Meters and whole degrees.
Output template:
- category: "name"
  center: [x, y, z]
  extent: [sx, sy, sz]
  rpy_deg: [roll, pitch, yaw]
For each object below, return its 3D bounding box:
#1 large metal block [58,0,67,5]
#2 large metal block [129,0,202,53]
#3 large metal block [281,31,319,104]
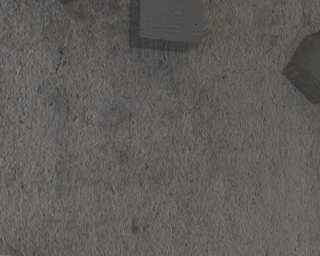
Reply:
- category: "large metal block"
  center: [-0.122, -0.205, 0.350]
  extent: [0.080, 0.050, 0.080]
  rpy_deg: [32, 80, -17]
- category: "large metal block"
  center: [0.006, -0.146, 0.398]
  extent: [0.081, 0.050, 0.080]
  rpy_deg: [0, 90, -20]
- category: "large metal block"
  center: [0.255, -0.095, 0.489]
  extent: [0.080, 0.050, 0.080]
  rpy_deg: [39, 78, -16]
